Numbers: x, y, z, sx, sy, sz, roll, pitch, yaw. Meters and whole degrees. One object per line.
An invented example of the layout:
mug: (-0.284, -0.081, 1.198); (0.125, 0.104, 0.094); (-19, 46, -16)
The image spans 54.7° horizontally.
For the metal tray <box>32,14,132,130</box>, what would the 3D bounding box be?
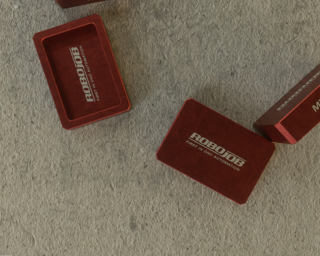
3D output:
metal tray: (-0.099, -0.071, 0.406); (0.090, 0.030, 0.129); (-18, 90, 0)

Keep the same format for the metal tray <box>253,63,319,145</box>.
metal tray: (0.183, -0.036, 0.378); (0.130, 0.090, 0.030); (-42, 90, 0)

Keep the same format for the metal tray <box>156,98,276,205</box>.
metal tray: (0.071, 0.030, 0.408); (0.130, 0.030, 0.090); (29, 90, 0)

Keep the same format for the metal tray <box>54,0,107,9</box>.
metal tray: (-0.081, -0.217, 0.406); (0.131, 0.030, 0.089); (-12, 90, 0)
